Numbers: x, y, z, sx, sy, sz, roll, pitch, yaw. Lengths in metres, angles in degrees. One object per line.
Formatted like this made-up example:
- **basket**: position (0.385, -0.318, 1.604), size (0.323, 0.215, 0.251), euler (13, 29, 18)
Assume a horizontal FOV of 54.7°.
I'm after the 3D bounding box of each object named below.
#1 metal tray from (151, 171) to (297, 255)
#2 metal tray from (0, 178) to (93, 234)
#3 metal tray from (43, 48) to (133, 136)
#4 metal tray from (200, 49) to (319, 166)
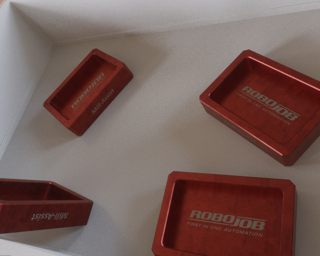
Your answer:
- **metal tray**: position (0.064, 0.094, 0.310), size (0.130, 0.030, 0.090), euler (0, 62, 28)
- **metal tray**: position (-0.156, 0.087, 0.362), size (0.090, 0.131, 0.030), euler (15, 87, 34)
- **metal tray**: position (-0.116, -0.061, 0.498), size (0.090, 0.030, 0.130), euler (34, 80, 38)
- **metal tray**: position (0.121, -0.029, 0.355), size (0.090, 0.030, 0.130), euler (-46, 52, -5)
